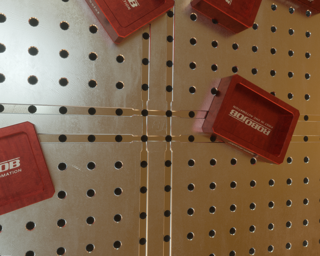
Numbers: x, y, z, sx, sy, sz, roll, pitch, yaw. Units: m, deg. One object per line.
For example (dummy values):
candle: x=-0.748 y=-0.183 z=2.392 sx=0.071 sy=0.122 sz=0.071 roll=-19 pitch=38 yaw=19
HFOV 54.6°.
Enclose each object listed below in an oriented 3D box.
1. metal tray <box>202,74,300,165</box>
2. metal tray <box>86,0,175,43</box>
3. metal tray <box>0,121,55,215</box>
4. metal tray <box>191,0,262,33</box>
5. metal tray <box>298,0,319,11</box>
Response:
metal tray: x=0.137 y=-0.011 z=0.459 sx=0.131 sy=0.030 sz=0.090 roll=25 pitch=82 yaw=-18
metal tray: x=-0.054 y=-0.186 z=0.389 sx=0.090 sy=0.030 sz=0.130 roll=-38 pitch=102 yaw=-16
metal tray: x=-0.193 y=0.052 z=0.338 sx=0.131 sy=0.030 sz=0.090 roll=-17 pitch=96 yaw=-19
metal tray: x=0.109 y=-0.217 z=0.449 sx=0.090 sy=0.030 sz=0.130 roll=24 pitch=82 yaw=-19
metal tray: x=0.235 y=-0.254 z=0.495 sx=0.131 sy=0.030 sz=0.090 roll=16 pitch=85 yaw=-19
